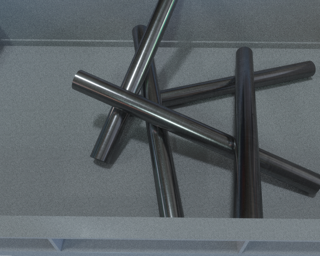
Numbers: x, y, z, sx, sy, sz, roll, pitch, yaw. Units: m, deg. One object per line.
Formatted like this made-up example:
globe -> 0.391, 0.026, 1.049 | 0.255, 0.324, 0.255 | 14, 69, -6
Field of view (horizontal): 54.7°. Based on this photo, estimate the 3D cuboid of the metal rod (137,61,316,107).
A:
metal rod -> 0.090, -0.060, 0.456 | 0.302, 0.025, 0.025 | -13, 51, -11

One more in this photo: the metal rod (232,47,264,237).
metal rod -> 0.101, -0.015, 0.364 | 0.025, 0.025, 0.300 | 9, 42, 7

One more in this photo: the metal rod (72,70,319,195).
metal rod -> 0.040, 0.004, 0.359 | 0.301, 0.025, 0.025 | 24, 53, 2

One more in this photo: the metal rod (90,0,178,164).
metal rod -> -0.020, -0.097, 0.407 | 0.025, 0.025, 0.299 | 18, 77, 14

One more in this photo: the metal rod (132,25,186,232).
metal rod -> -0.008, -0.022, 0.396 | 0.025, 0.025, 0.299 | -7, 59, -6
